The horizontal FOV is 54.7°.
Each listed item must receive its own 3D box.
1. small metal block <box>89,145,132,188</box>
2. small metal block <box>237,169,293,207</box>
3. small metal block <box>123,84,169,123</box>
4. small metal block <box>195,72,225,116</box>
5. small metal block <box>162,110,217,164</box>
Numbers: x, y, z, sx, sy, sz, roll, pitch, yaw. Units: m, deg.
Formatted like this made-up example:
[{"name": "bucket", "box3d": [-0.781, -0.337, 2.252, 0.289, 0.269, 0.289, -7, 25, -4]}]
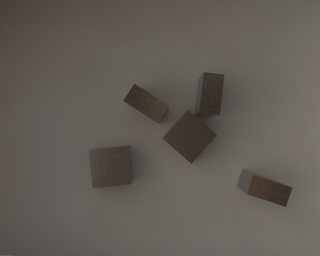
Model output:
[{"name": "small metal block", "box3d": [-0.064, 0.050, 0.411, 0.050, 0.025, 0.050, -6, 90, -1]}, {"name": "small metal block", "box3d": [0.133, 0.076, 0.401, 0.050, 0.050, 0.025, 18, 90, -1]}, {"name": "small metal block", "box3d": [-0.017, -0.030, 0.399, 0.050, 0.050, 0.025, 33, 90, -1]}, {"name": "small metal block", "box3d": [0.063, -0.042, 0.400, 0.025, 0.050, 0.050, 7, 90, 0]}, {"name": "small metal block", "box3d": [0.039, 0.011, 0.412, 0.050, 0.025, 0.050, 42, 90, -1]}]
